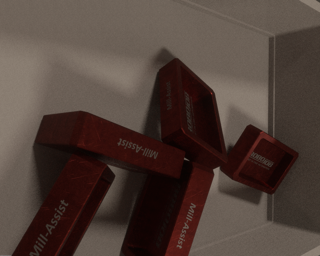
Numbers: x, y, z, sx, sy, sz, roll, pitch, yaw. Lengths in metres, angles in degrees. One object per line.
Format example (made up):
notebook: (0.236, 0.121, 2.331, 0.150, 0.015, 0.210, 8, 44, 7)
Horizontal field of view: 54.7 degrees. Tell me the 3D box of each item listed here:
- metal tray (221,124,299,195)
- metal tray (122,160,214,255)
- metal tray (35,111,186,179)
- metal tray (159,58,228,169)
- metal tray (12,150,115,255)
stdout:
metal tray: (0.173, 0.057, 0.529, 0.131, 0.030, 0.090, 25, 99, -37)
metal tray: (0.006, 0.099, 0.360, 0.030, 0.090, 0.130, 24, 81, -27)
metal tray: (-0.049, 0.021, 0.324, 0.131, 0.090, 0.030, 24, 74, -38)
metal tray: (0.041, -0.019, 0.399, 0.090, 0.030, 0.130, 34, 38, -35)
metal tray: (-0.089, 0.091, 0.285, 0.030, 0.090, 0.130, 26, 75, 4)
